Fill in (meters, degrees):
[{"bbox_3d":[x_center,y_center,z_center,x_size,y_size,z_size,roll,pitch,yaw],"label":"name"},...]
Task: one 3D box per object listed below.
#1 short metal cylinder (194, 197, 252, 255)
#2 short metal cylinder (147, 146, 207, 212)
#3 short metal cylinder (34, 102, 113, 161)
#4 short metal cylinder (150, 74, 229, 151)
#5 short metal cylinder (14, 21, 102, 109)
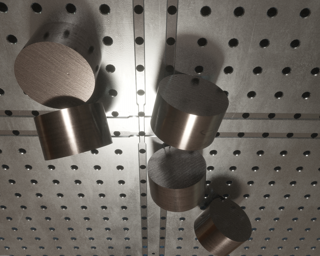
[{"bbox_3d":[0.104,0.164,0.517,0.080,0.080,0.050,20,127,-17],"label":"short metal cylinder"},{"bbox_3d":[0.024,0.070,0.436,0.080,0.080,0.050,-3,130,2],"label":"short metal cylinder"},{"bbox_3d":[-0.102,0.003,0.368,0.080,0.080,0.050,-13,93,10],"label":"short metal cylinder"},{"bbox_3d":[0.033,-0.020,0.359,0.081,0.080,0.050,9,130,-8],"label":"short metal cylinder"},{"bbox_3d":[-0.108,-0.067,0.336,0.081,0.050,0.079,0,130,0],"label":"short metal cylinder"}]
